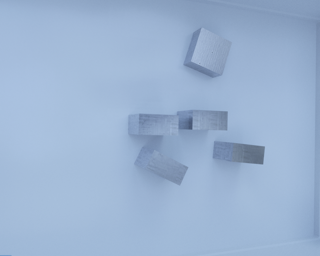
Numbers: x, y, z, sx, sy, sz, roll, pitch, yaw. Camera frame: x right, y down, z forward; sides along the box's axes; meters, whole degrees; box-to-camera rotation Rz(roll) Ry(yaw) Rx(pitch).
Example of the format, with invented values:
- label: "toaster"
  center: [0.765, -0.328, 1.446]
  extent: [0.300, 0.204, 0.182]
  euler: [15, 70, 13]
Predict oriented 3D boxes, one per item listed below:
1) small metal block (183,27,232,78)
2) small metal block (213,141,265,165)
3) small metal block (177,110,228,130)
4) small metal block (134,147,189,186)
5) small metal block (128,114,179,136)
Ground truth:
- label: "small metal block"
  center: [0.067, -0.105, 0.435]
  extent: [0.050, 0.025, 0.050]
  euler: [20, 84, -19]
- label: "small metal block"
  center: [0.110, 0.034, 0.438]
  extent: [0.050, 0.050, 0.025]
  euler: [7, 88, -20]
- label: "small metal block"
  center: [0.056, -0.010, 0.418]
  extent: [0.050, 0.050, 0.025]
  euler: [1, 90, -20]
- label: "small metal block"
  center: [0.000, 0.048, 0.397]
  extent: [0.050, 0.050, 0.025]
  euler: [29, 81, -18]
- label: "small metal block"
  center: [-0.010, -0.004, 0.394]
  extent: [0.050, 0.050, 0.025]
  euler: [2, 90, -20]
